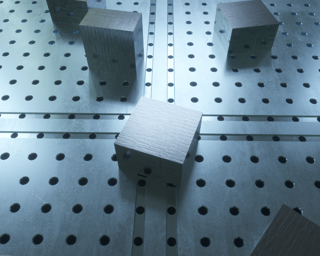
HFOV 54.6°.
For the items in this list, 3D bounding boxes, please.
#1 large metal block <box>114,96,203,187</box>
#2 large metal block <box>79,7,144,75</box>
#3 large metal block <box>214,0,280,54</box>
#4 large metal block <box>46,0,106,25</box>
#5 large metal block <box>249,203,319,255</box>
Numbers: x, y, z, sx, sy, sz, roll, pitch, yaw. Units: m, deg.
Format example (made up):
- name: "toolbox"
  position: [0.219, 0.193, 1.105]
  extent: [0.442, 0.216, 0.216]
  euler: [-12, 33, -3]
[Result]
- name: "large metal block"
  position: [0.000, 0.015, 0.379]
  extent: [0.080, 0.050, 0.080]
  euler: [16, 52, 13]
- name: "large metal block"
  position: [-0.071, -0.135, 0.485]
  extent: [0.080, 0.080, 0.050]
  euler: [9, 51, 8]
- name: "large metal block"
  position: [0.147, -0.178, 0.542]
  extent: [0.080, 0.050, 0.080]
  euler: [-8, 51, -7]
- name: "large metal block"
  position: [-0.159, -0.244, 0.596]
  extent: [0.080, 0.050, 0.080]
  euler: [11, 51, 9]
- name: "large metal block"
  position: [0.124, 0.132, 0.282]
  extent: [0.080, 0.050, 0.080]
  euler: [33, 57, 24]
